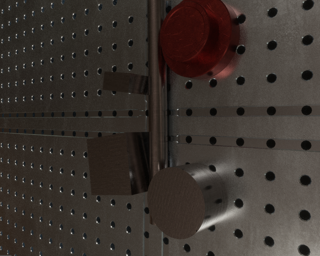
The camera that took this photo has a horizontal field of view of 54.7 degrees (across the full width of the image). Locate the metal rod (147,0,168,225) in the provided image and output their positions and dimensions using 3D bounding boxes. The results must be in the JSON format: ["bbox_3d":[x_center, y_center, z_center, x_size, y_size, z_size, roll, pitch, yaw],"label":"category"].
[{"bbox_3d":[-0.003,-0.024,0.409,0.025,0.025,0.298,-1,89,39],"label":"metal rod"}]

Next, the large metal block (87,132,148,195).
[{"bbox_3d":[-0.054,0.050,0.436,0.080,0.050,0.080,-10,84,39],"label":"large metal block"}]

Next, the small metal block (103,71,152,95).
[{"bbox_3d":[-0.042,-0.061,0.425,0.050,0.050,0.025,12,98,39],"label":"small metal block"}]

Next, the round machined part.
[{"bbox_3d":[0.039,-0.109,0.365,0.098,0.042,0.097,0,90,39],"label":"round machined part"}]

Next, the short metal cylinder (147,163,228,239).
[{"bbox_3d":[0.032,0.084,0.365,0.080,0.050,0.079,0,90,39],"label":"short metal cylinder"}]
